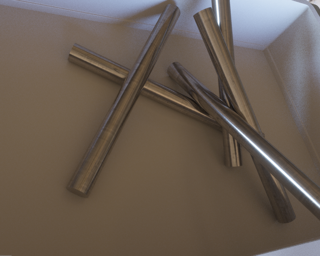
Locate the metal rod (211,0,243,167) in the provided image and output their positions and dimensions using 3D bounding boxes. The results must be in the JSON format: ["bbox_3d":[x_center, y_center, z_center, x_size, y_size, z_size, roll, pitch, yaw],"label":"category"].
[{"bbox_3d":[0.091,-0.097,0.432,0.025,0.025,0.298,-5,90,-30],"label":"metal rod"}]

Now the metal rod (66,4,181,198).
[{"bbox_3d":[-0.033,-0.054,0.392,0.025,0.025,0.300,29,61,-10],"label":"metal rod"}]

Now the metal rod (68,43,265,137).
[{"bbox_3d":[0.019,-0.041,0.440,0.302,0.025,0.025,24,53,-14],"label":"metal rod"}]

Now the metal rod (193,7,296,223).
[{"bbox_3d":[0.114,-0.012,0.409,0.025,0.025,0.299,-29,98,-37],"label":"metal rod"}]

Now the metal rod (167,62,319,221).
[{"bbox_3d":[0.099,0.002,0.385,0.025,0.025,0.300,-11,44,-33],"label":"metal rod"}]
